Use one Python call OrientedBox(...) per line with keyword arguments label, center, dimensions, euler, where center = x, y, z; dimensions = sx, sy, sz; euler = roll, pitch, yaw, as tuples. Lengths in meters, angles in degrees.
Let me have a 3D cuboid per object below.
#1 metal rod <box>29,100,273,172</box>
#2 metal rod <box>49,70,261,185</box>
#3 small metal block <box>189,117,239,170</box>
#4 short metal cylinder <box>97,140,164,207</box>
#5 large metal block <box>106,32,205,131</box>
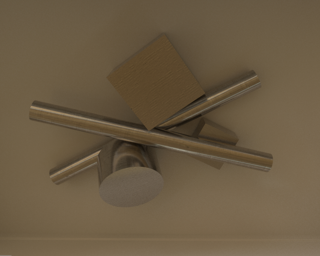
OrientedBox(label="metal rod", center=(-0.006, 0.012, 0.387), dimensions=(0.302, 0.025, 0.025), euler=(13, 110, -5))
OrientedBox(label="metal rod", center=(-0.013, 0.003, 0.410), dimensions=(0.301, 0.025, 0.025), euler=(-26, 108, 8))
OrientedBox(label="small metal block", center=(0.069, 0.021, 0.417), dimensions=(0.050, 0.025, 0.050), euler=(25, 108, -10))
OrientedBox(label="short metal cylinder", center=(-0.040, 0.058, 0.402), dimensions=(0.081, 0.050, 0.079), euler=(-8, 133, -9))
OrientedBox(label="large metal block", center=(-0.004, -0.057, 0.375), dimensions=(0.080, 0.050, 0.080), euler=(-34, 107, 11))
